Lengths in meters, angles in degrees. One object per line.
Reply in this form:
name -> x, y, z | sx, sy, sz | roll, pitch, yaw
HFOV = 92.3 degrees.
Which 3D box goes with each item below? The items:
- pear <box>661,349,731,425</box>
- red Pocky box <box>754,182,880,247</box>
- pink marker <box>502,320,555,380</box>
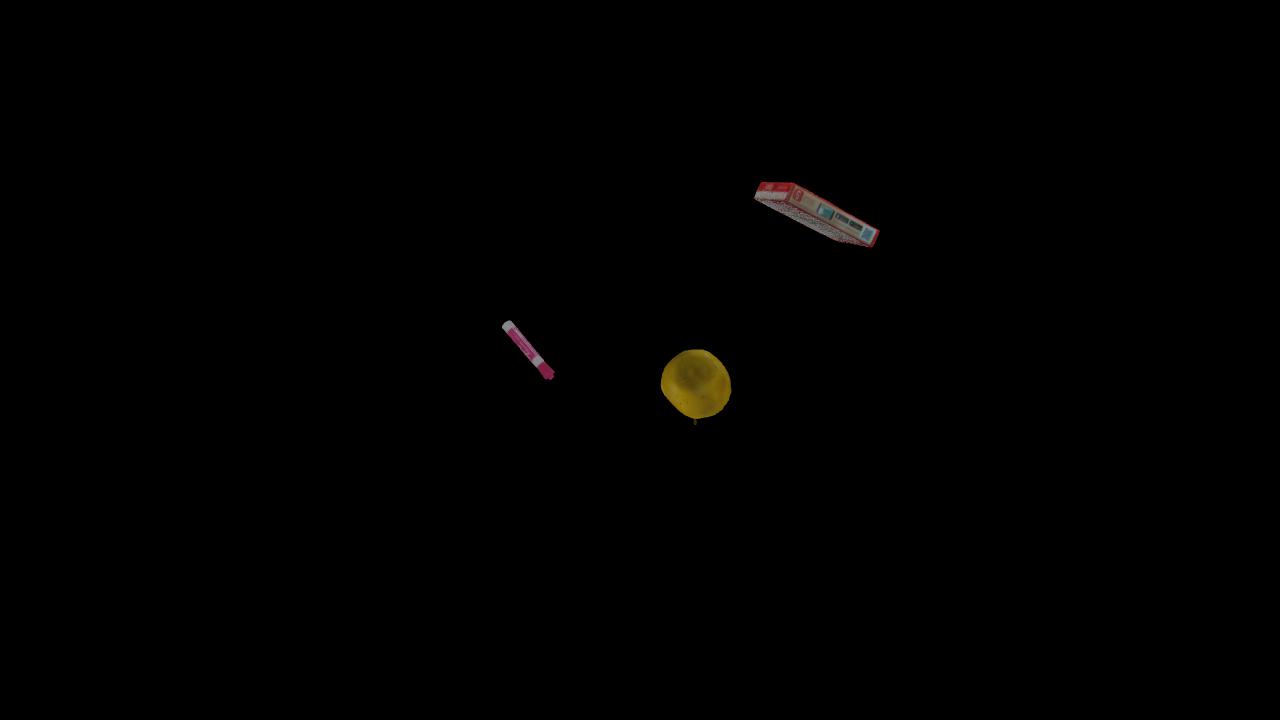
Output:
pear -> 0.063, 0.036, 0.702 | 0.080, 0.080, 0.111 | 0, -25, -1
red Pocky box -> 0.235, -0.194, 0.819 | 0.155, 0.028, 0.083 | 19, 8, -24
pink marker -> -0.177, -0.015, 0.978 | 0.020, 0.121, 0.020 | -39, -16, -13
